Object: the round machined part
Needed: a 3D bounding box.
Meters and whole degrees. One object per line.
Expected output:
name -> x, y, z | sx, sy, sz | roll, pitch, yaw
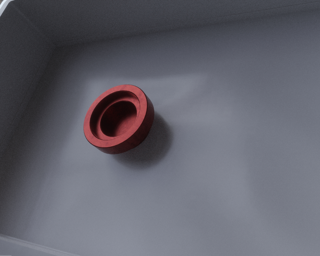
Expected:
round machined part -> -0.052, -0.008, 0.425 | 0.098, 0.042, 0.098 | -13, 56, 20
